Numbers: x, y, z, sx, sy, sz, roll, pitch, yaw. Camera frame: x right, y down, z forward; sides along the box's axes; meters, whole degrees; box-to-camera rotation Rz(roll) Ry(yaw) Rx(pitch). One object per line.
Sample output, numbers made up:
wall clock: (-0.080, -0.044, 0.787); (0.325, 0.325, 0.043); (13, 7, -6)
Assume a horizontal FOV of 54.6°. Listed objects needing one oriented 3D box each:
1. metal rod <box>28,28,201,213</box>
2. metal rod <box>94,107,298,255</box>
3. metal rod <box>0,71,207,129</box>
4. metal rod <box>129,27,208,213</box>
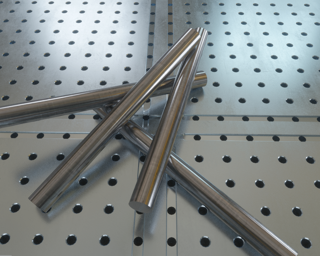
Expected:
metal rod: (-0.043, -0.024, 0.389); (0.025, 0.025, 0.301); (31, 68, 23)
metal rod: (0.020, 0.048, 0.367); (0.025, 0.025, 0.300); (-37, 59, -27)
metal rod: (-0.068, -0.041, 0.408); (0.302, 0.025, 0.025); (-14, 51, -25)
metal rod: (0.022, -0.034, 0.399); (0.025, 0.025, 0.300); (12, 53, 10)
